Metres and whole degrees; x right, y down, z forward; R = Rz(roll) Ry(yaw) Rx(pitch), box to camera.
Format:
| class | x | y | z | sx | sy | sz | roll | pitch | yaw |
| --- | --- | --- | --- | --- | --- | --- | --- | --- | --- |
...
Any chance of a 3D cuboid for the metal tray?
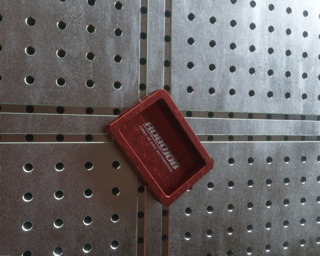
| class | x | y | z | sx | sy | sz | roll | pitch | yaw |
| --- | --- | --- | --- | --- | --- | --- | --- | --- | --- |
| metal tray | 0.001 | 0.025 | 0.411 | 0.090 | 0.030 | 0.130 | -38 | 103 | -16 |
